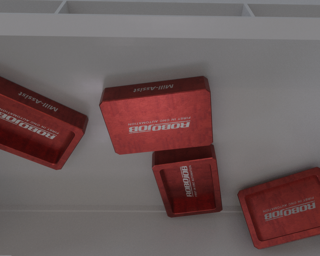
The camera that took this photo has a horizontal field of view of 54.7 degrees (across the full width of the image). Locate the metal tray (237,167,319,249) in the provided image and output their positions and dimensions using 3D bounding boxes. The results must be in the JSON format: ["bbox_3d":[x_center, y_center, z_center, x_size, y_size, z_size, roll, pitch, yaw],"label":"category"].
[{"bbox_3d":[0.195,0.123,0.469,0.130,0.090,0.030,-22,152,17],"label":"metal tray"}]

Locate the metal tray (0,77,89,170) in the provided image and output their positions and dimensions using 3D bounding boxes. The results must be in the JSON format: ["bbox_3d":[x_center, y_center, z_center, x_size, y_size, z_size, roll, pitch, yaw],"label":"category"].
[{"bbox_3d":[-0.172,-0.003,0.401,0.131,0.030,0.090,26,125,-21],"label":"metal tray"}]

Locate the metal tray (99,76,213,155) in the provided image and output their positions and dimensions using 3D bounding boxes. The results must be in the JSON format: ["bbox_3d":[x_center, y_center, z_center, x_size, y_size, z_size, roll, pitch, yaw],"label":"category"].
[{"bbox_3d":[-0.001,-0.013,0.394,0.131,0.030,0.090,-6,130,5],"label":"metal tray"}]

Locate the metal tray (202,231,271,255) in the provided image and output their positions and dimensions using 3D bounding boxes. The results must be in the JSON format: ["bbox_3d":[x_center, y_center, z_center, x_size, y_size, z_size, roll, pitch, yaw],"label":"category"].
[{"bbox_3d":[0.160,0.264,0.634,0.090,0.030,0.130,-36,122,26],"label":"metal tray"}]

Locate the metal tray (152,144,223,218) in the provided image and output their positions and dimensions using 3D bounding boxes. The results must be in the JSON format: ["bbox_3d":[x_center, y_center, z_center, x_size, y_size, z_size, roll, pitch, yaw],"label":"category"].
[{"bbox_3d":[0.045,0.085,0.478,0.090,0.030,0.129,-9,130,7],"label":"metal tray"}]
